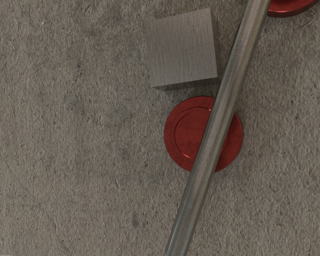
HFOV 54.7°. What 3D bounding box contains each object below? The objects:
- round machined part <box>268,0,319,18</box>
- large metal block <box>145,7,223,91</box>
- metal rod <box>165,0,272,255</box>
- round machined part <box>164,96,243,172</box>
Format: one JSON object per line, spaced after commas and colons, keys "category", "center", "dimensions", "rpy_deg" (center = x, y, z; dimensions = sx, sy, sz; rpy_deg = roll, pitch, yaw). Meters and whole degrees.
{"category": "round machined part", "center": [0.142, -0.180, 0.350], "dimensions": [0.098, 0.042, 0.097], "rpy_deg": [0, 90, 20]}
{"category": "large metal block", "center": [0.031, -0.093, 0.384], "dimensions": [0.080, 0.050, 0.080], "rpy_deg": [-6, 88, 20]}
{"category": "metal rod", "center": [0.061, 0.004, 0.342], "dimensions": [0.025, 0.025, 0.298], "rpy_deg": [19, 96, 19]}
{"category": "round machined part", "center": [0.051, 0.009, 0.382], "dimensions": [0.098, 0.042, 0.097], "rpy_deg": [0, 90, 20]}
